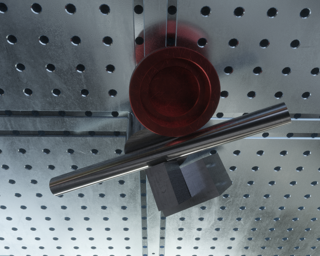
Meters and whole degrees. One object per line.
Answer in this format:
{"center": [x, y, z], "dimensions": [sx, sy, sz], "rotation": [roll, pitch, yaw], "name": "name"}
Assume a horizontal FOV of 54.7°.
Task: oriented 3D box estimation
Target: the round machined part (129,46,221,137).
{"center": [0.015, -0.043, 0.349], "dimensions": [0.099, 0.042, 0.097], "rotation": [-2, 108, -6], "name": "round machined part"}

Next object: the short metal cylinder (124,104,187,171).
{"center": [-0.004, 0.013, 0.406], "dimensions": [0.081, 0.050, 0.079], "rotation": [0, 130, 0], "name": "short metal cylinder"}

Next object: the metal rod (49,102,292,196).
{"center": [0.000, 0.031, 0.371], "dimensions": [0.301, 0.025, 0.025], "rotation": [-19, 128, 15], "name": "metal rod"}

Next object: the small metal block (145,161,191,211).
{"center": [0.010, 0.068, 0.373], "dimensions": [0.025, 0.050, 0.050], "rotation": [-23, 169, 18], "name": "small metal block"}

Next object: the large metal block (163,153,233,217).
{"center": [0.046, 0.077, 0.431], "dimensions": [0.080, 0.050, 0.080], "rotation": [-28, 170, 22], "name": "large metal block"}
